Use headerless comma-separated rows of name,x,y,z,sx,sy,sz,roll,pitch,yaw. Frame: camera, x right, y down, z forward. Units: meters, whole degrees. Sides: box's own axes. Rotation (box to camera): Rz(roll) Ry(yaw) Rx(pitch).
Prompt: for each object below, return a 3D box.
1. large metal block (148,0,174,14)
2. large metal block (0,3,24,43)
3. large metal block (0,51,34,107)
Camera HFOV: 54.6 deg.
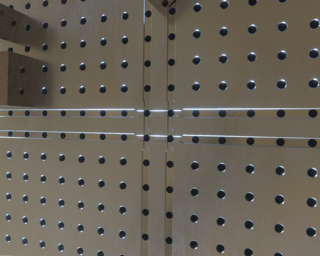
large metal block,-0.002,-0.213,0.400,0.080,0.050,0.080,-41,77,15
large metal block,-0.280,-0.176,0.483,0.080,0.080,0.050,21,97,19
large metal block,-0.251,-0.074,0.489,0.080,0.050,0.080,2,91,20
